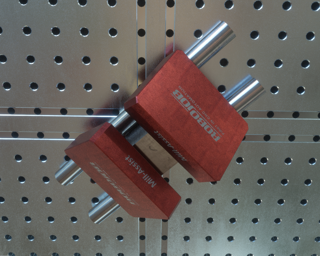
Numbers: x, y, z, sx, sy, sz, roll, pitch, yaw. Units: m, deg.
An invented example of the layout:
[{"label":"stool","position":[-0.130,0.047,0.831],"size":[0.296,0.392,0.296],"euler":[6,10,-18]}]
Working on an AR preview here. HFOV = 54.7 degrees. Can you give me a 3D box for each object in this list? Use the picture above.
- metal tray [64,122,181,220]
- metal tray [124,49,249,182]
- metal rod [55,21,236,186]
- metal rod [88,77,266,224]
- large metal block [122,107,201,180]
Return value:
[{"label":"metal tray","position":[-0.046,0.057,0.376],"size":[0.130,0.030,0.090],"euler":[48,146,-16]},{"label":"metal tray","position":[0.035,-0.012,0.351],"size":[0.130,0.030,0.090],"euler":[45,60,-15]},{"label":"metal rod","position":[-0.028,-0.024,0.404],"size":[0.300,0.025,0.025],"euler":[-41,106,13]},{"label":"metal rod","position":[0.015,0.038,0.428],"size":[0.300,0.025,0.025],"euler":[-40,106,13]},{"label":"large metal block","position":[0.001,0.011,0.388],"size":[0.080,0.080,0.050],"euler":[-40,106,13]}]
